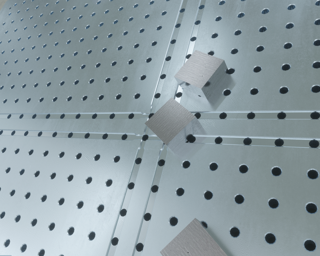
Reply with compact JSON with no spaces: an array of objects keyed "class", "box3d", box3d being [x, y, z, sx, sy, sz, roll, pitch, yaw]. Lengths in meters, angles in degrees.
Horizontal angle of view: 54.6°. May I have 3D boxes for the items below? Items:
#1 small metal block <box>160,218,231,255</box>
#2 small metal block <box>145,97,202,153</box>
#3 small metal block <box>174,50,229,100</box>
[{"class":"small metal block","box3d":[0.037,0.129,0.311,0.050,0.025,0.050,-44,51,-2]},{"class":"small metal block","box3d":[0.017,-0.004,0.403,0.050,0.025,0.050,-44,51,-3]},{"class":"small metal block","box3d":[0.057,-0.074,0.425,0.050,0.025,0.050,32,79,38]}]
